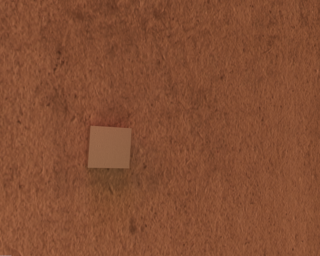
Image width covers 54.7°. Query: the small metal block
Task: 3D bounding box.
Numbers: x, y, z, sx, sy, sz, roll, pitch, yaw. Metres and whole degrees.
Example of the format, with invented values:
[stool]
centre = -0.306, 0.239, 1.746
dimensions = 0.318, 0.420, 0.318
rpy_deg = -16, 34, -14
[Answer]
[small metal block]
centre = -0.064, 0.024, 0.386
dimensions = 0.050, 0.025, 0.050
rpy_deg = 4, 89, -20
